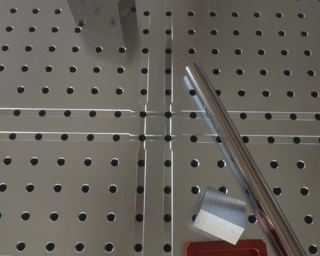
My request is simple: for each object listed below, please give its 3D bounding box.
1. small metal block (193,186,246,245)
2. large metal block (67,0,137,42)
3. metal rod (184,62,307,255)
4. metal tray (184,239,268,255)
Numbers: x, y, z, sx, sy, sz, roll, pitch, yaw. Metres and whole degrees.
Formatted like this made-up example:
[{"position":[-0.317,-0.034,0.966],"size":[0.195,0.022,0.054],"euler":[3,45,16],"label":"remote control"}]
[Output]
[{"position":[0.071,0.100,0.361],"size":[0.050,0.050,0.025],"euler":[23,115,8],"label":"small metal block"},{"position":[-0.083,-0.181,0.448],"size":[0.080,0.080,0.050],"euler":[20,71,7],"label":"large metal block"},{"position":[0.107,0.042,0.397],"size":[0.025,0.025,0.299],"euler":[-22,72,-8],"label":"metal rod"},{"position":[0.076,0.192,0.339],"size":[0.091,0.030,0.130],"euler":[-2,70,-1],"label":"metal tray"}]
